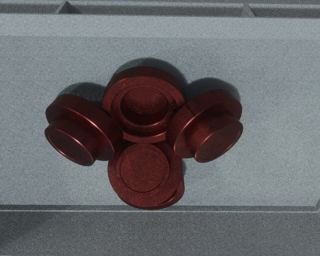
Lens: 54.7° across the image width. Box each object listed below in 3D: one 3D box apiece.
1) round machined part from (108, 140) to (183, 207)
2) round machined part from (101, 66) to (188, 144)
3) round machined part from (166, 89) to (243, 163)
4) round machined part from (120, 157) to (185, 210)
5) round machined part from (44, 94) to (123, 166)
[{"bbox_3d":[-0.020,0.053,0.403,0.099,0.097,0.042,-5,174,4],"label":"round machined part"},{"bbox_3d":[-0.018,-0.031,0.368,0.099,0.042,0.097,0,130,0],"label":"round machined part"},{"bbox_3d":[0.059,0.004,0.370,0.099,0.042,0.097,-25,146,-18],"label":"round machined part"},{"bbox_3d":[-0.014,0.076,0.459,0.099,0.042,0.097,0,130,0],"label":"round machined part"},{"bbox_3d":[-0.098,0.009,0.374,0.098,0.042,0.097,22,146,16],"label":"round machined part"}]
